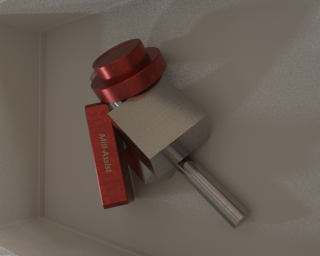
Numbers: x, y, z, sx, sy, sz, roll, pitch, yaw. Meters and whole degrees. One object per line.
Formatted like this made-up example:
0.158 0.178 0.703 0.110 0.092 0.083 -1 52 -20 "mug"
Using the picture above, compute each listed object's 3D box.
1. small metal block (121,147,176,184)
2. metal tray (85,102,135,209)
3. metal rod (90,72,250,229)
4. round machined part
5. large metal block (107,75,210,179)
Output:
-0.012 0.042 0.396 0.050 0.050 0.025 45 117 30 "small metal block"
-0.065 0.038 0.416 0.030 0.090 0.129 -12 80 -2 "metal tray"
-0.005 0.009 0.407 0.300 0.025 0.025 44 116 30 "metal rod"
-0.045 -0.077 0.390 0.098 0.098 0.042 -2 129 39 "round machined part"
0.000 -0.002 0.361 0.080 0.050 0.080 -37 58 -14 "large metal block"
